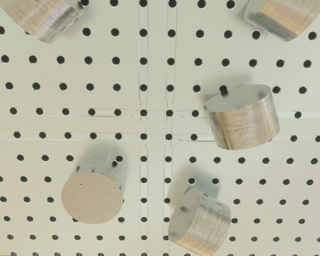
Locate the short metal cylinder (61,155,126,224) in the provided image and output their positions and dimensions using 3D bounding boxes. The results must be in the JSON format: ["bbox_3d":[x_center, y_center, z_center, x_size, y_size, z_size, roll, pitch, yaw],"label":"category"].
[{"bbox_3d":[-0.089,0.085,0.430,0.081,0.050,0.079,0,110,0],"label":"short metal cylinder"}]

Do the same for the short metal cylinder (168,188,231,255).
[{"bbox_3d":[0.054,0.131,0.433,0.050,0.080,0.080,30,107,-11],"label":"short metal cylinder"}]

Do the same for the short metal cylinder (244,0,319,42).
[{"bbox_3d":[0.136,-0.141,0.333,0.050,0.080,0.080,26,108,-10],"label":"short metal cylinder"}]

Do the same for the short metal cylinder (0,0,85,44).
[{"bbox_3d":[-0.128,-0.138,0.332,0.050,0.080,0.080,-38,106,13],"label":"short metal cylinder"}]

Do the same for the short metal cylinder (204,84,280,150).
[{"bbox_3d":[0.100,-0.015,0.379,0.080,0.080,0.050,-19,109,6],"label":"short metal cylinder"}]
